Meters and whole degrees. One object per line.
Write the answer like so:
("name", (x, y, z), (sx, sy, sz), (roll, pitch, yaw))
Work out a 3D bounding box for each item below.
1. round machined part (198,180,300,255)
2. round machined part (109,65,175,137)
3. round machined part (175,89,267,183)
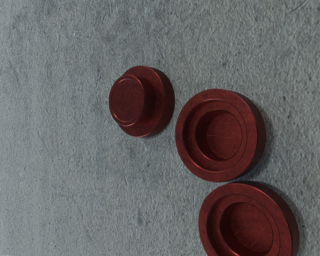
("round machined part", (0.092, 0.102, 0.318), (0.098, 0.042, 0.097), (0, 90, 40))
("round machined part", (-0.032, -0.036, 0.420), (0.098, 0.042, 0.097), (0, 90, 40))
("round machined part", (0.068, 0.008, 0.338), (0.098, 0.042, 0.097), (0, 90, 40))
